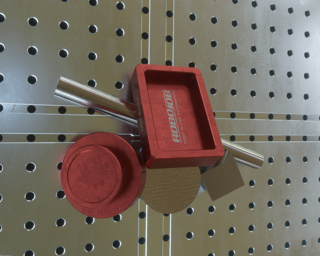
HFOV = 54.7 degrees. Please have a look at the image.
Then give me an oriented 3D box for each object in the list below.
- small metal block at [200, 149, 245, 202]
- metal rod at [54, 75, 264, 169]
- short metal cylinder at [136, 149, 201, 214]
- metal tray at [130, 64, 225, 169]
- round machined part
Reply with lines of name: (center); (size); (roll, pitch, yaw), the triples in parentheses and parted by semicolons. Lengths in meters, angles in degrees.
small metal block: (0.082, 0.065, 0.428); (0.050, 0.025, 0.050); (-27, 116, -2)
metal rod: (0.013, -0.001, 0.414); (0.302, 0.025, 0.025); (21, 83, -19)
short metal cylinder: (0.005, 0.064, 0.397); (0.081, 0.050, 0.079); (0, 90, -20)
metal tray: (0.018, -0.017, 0.382); (0.091, 0.030, 0.130); (0, 61, -21)
round machined part: (-0.068, 0.053, 0.350); (0.098, 0.042, 0.097); (-1, 85, 12)
